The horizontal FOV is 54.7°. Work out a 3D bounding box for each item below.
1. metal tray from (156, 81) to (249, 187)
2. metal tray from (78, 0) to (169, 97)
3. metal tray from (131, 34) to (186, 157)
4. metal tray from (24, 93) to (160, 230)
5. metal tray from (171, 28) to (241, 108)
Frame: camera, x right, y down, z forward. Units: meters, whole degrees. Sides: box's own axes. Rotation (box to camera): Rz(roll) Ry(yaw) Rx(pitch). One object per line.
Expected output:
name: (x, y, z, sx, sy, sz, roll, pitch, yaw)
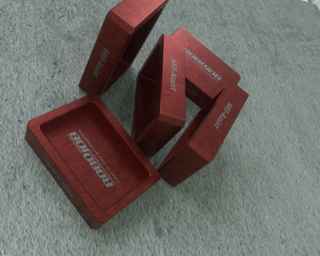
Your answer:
metal tray: (0.055, 0.006, 0.391, 0.030, 0.090, 0.131, 40, 51, -2)
metal tray: (-0.047, -0.101, 0.376, 0.030, 0.129, 0.090, 38, 51, -4)
metal tray: (-0.003, -0.040, 0.387, 0.030, 0.090, 0.130, 16, 55, -20)
metal tray: (-0.073, 0.032, 0.344, 0.091, 0.030, 0.130, -33, 80, -38)
metal tray: (0.057, -0.091, 0.490, 0.130, 0.030, 0.090, 39, 51, -2)
